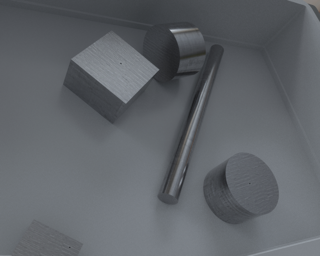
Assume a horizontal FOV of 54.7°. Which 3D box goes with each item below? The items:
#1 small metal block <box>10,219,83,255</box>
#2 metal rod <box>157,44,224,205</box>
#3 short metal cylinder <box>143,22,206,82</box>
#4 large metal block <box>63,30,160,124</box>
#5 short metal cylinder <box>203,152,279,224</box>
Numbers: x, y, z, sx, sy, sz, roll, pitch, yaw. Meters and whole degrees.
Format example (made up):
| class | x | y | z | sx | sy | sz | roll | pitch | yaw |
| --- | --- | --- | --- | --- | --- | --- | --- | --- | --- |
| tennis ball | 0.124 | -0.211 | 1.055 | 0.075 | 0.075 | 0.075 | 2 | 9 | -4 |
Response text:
| class | x | y | z | sx | sy | sz | roll | pitch | yaw |
| --- | --- | --- | --- | --- | --- | --- | --- | --- | --- |
| small metal block | -0.106 | 0.118 | 0.277 | 0.050 | 0.025 | 0.050 | 31 | 51 | -9 |
| metal rod | 0.055 | -0.027 | 0.453 | 0.025 | 0.025 | 0.300 | 30 | 52 | -10 |
| short metal cylinder | 0.020 | -0.111 | 0.451 | 0.050 | 0.080 | 0.080 | -20 | 73 | -36 |
| large metal block | -0.061 | -0.066 | 0.398 | 0.080 | 0.050 | 0.080 | 39 | 51 | -2 |
| short metal cylinder | 0.104 | 0.078 | 0.400 | 0.081 | 0.050 | 0.080 | 14 | 56 | -21 |
